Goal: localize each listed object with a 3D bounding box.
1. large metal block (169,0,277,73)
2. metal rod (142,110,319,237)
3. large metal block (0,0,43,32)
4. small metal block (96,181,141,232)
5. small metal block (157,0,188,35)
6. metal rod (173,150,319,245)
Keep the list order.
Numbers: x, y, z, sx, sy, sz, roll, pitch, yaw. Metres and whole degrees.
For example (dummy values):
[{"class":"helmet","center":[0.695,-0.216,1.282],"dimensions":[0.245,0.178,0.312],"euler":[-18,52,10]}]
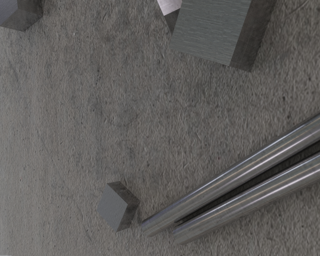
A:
[{"class":"large metal block","center":[0.066,-0.112,0.334],"dimensions":[0.080,0.050,0.079],"euler":[27,107,36]},{"class":"metal rod","center":[0.082,0.053,0.337],"dimensions":[0.299,0.025,0.025],"euler":[-40,66,32]},{"class":"large metal block","center":[-0.283,-0.252,0.623],"dimensions":[0.080,0.050,0.080],"euler":[-15,81,39]},{"class":"small metal block","center":[-0.062,0.115,0.456],"dimensions":[0.050,0.025,0.050],"euler":[35,112,34]},{"class":"small metal block","center":[0.013,-0.147,0.374],"dimensions":[0.025,0.050,0.050],"euler":[-23,73,8]},{"class":"metal rod","center":[0.123,0.053,0.303],"dimensions":[0.299,0.025,0.025],"euler":[-39,66,33]}]
